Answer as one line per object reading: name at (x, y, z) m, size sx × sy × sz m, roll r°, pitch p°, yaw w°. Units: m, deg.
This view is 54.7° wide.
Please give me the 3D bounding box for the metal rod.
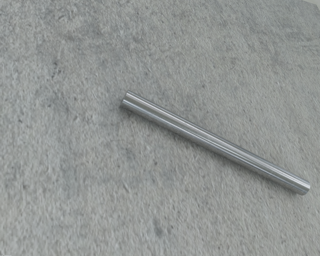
metal rod at (0.085, 0.026, 0.435) m, size 0.301 × 0.025 × 0.025 m, roll 26°, pitch 53°, yaw -12°
